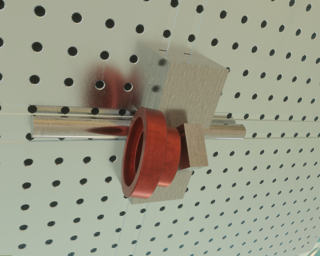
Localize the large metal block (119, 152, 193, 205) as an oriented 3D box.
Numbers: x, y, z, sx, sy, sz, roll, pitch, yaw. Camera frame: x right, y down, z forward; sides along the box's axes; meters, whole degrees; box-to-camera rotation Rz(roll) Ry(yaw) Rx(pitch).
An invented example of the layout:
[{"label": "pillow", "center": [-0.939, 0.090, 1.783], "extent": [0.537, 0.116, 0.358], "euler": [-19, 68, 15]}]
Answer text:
[{"label": "large metal block", "center": [-0.003, 0.054, 0.427], "extent": [0.081, 0.050, 0.079], "euler": [1, 118, -29]}]

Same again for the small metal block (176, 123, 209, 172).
[{"label": "small metal block", "center": [0.029, 0.025, 0.370], "extent": [0.025, 0.050, 0.050], "euler": [1, 74, -29]}]

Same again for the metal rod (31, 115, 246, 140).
[{"label": "metal rod", "center": [-0.007, 0.002, 0.409], "extent": [0.303, 0.025, 0.025], "euler": [2, 118, -29]}]

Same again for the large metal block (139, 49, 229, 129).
[{"label": "large metal block", "center": [0.027, -0.046, 0.381], "extent": [0.081, 0.050, 0.079], "euler": [0, 118, -29]}]

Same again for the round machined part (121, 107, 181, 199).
[{"label": "round machined part", "center": [-0.009, 0.029, 0.339], "extent": [0.042, 0.098, 0.097], "euler": [11, 114, -17]}]
